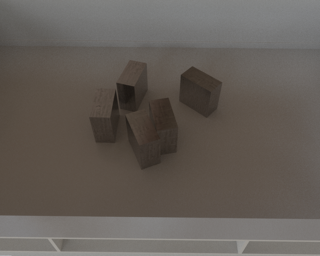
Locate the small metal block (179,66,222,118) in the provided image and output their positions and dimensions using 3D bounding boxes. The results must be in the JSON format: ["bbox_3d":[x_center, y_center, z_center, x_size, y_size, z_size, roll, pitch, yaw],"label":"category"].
[{"bbox_3d":[0.055,-0.050,0.431,0.050,0.050,0.025,35,58,25],"label":"small metal block"}]

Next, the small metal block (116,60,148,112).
[{"bbox_3d":[-0.038,-0.059,0.438,0.025,0.050,0.050,13,51,11],"label":"small metal block"}]

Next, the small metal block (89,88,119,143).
[{"bbox_3d":[-0.070,-0.016,0.401,0.025,0.050,0.050,2,50,1],"label":"small metal block"}]

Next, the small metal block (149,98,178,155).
[{"bbox_3d":[0.004,-0.002,0.390,0.025,0.050,0.050,-9,51,-8],"label":"small metal block"}]

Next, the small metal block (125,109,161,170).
[{"bbox_3d":[-0.021,0.014,0.377,0.025,0.050,0.050,-17,52,-14],"label":"small metal block"}]
